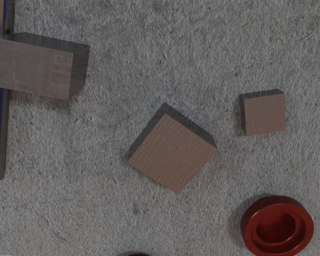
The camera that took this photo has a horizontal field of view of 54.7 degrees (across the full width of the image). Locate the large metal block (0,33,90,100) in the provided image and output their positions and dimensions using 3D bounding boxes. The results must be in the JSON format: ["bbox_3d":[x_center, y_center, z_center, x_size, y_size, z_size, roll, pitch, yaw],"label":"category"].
[{"bbox_3d":[-0.131,-0.073,0.352,0.081,0.080,0.050,11,110,-4],"label":"large metal block"}]

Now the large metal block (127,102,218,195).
[{"bbox_3d":[0.015,0.026,0.406,0.080,0.050,0.080,34,106,-12],"label":"large metal block"}]

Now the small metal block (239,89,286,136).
[{"bbox_3d":[0.133,-0.021,0.403,0.050,0.025,0.050,-9,110,3],"label":"small metal block"}]

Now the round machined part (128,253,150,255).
[{"bbox_3d":[-0.035,0.240,0.489,0.099,0.042,0.097,0,110,0],"label":"round machined part"}]

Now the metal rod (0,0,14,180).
[{"bbox_3d":[-0.200,-0.068,0.382,0.025,0.025,0.298,12,110,-5],"label":"metal rod"}]

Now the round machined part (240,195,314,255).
[{"bbox_3d":[0.167,0.140,0.454,0.099,0.042,0.097,0,110,0],"label":"round machined part"}]
